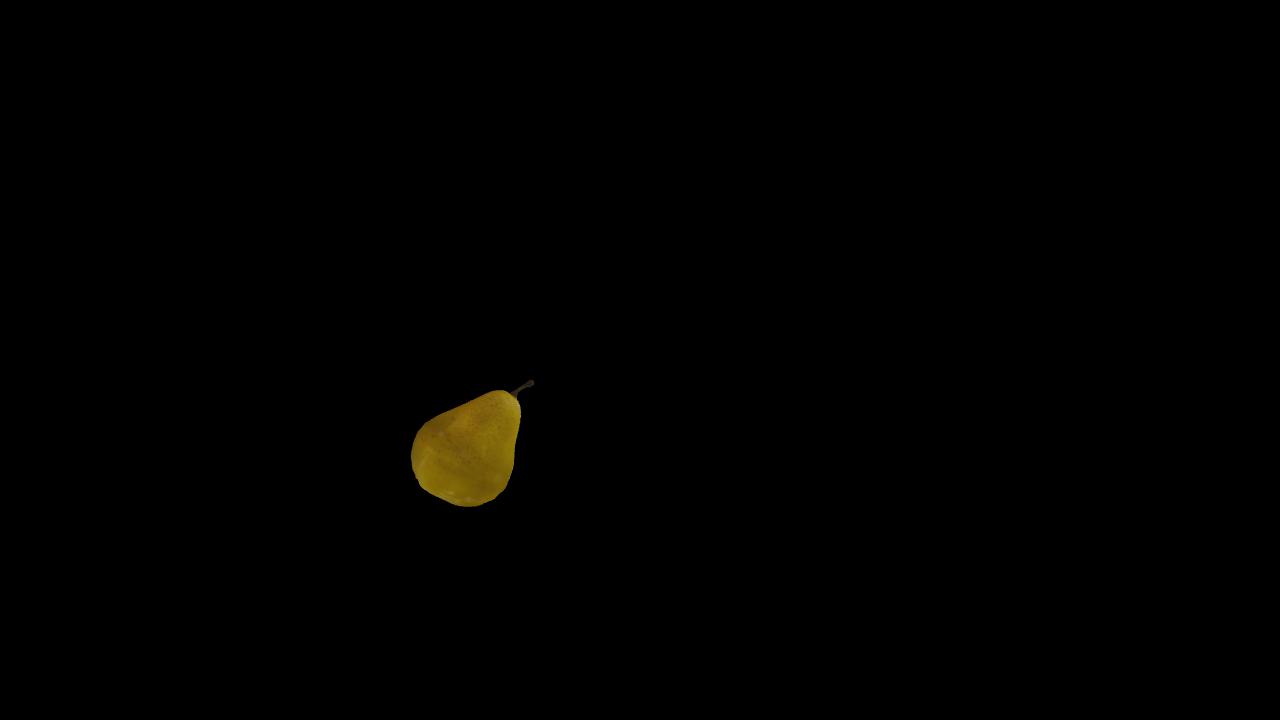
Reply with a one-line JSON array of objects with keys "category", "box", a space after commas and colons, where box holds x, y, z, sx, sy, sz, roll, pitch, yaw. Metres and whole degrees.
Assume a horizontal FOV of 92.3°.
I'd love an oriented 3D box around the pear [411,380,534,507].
[{"category": "pear", "box": [-0.128, 0.057, 0.484, 0.080, 0.111, 0.080, 28, -2, 1]}]
